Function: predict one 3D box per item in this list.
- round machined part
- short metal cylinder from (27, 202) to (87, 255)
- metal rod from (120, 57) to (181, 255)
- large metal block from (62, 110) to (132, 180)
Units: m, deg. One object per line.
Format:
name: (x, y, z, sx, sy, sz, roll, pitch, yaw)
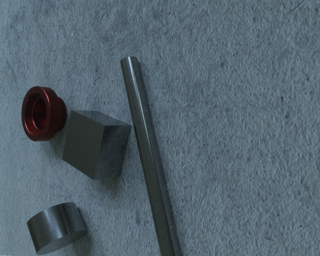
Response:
round machined part: (-0.207, -0.025, 0.561, 0.098, 0.042, 0.097, 0, 90, 39)
short metal cylinder: (-0.167, 0.163, 0.504, 0.080, 0.081, 0.050, -44, 64, 31)
metal rod: (-0.012, 0.048, 0.412, 0.025, 0.025, 0.299, -21, 77, 38)
large metal block: (-0.096, 0.022, 0.466, 0.080, 0.050, 0.079, 22, 104, 37)
